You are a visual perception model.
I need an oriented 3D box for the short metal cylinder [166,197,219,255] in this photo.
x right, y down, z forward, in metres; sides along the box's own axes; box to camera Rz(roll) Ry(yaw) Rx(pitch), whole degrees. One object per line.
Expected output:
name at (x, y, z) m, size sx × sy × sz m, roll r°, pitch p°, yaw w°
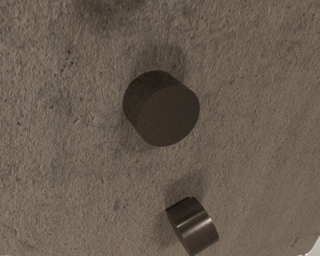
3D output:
short metal cylinder at (0.051, 0.158, 0.500) m, size 0.050 × 0.080 × 0.080 m, roll -27°, pitch 128°, yaw -12°

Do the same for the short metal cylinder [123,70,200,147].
short metal cylinder at (0.001, -0.024, 0.378) m, size 0.081 × 0.050 × 0.079 m, roll -14°, pitch 125°, yaw -21°
